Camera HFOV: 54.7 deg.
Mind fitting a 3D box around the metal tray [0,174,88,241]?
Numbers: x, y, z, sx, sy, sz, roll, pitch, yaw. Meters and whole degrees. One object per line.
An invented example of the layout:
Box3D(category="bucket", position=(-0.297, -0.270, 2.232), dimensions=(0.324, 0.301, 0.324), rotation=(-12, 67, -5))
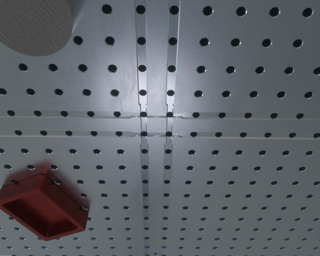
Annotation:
Box3D(category="metal tray", position=(-0.196, 0.139, 0.524), dimensions=(0.090, 0.030, 0.130), rotation=(-20, 128, 16))

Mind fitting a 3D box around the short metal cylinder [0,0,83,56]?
Box3D(category="short metal cylinder", position=(-0.119, -0.116, 0.295), dimensions=(0.081, 0.050, 0.079), rotation=(0, 130, 0))
